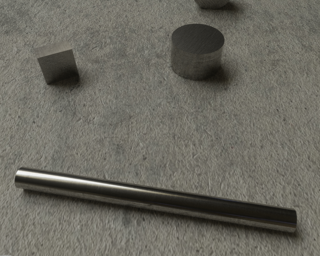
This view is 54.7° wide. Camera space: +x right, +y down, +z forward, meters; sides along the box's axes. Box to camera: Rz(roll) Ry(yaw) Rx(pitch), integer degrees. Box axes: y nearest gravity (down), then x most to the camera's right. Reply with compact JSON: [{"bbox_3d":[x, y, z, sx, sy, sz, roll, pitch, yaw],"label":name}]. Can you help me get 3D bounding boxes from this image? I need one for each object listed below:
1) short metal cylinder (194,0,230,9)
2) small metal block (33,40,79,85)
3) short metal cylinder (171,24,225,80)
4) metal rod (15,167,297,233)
[{"bbox_3d":[0.103,-0.282,0.606,0.080,0.080,0.050,5,50,4],"label":"short metal cylinder"},{"bbox_3d":[-0.156,-0.099,0.469,0.050,0.050,0.025,-21,53,-17],"label":"small metal block"},{"bbox_3d":[0.058,-0.121,0.489,0.081,0.050,0.080,0,50,0],"label":"short metal cylinder"},{"bbox_3d":[-0.010,0.077,0.338,0.302,0.025,0.025,8,51,6],"label":"metal rod"}]
